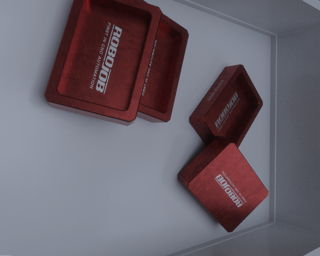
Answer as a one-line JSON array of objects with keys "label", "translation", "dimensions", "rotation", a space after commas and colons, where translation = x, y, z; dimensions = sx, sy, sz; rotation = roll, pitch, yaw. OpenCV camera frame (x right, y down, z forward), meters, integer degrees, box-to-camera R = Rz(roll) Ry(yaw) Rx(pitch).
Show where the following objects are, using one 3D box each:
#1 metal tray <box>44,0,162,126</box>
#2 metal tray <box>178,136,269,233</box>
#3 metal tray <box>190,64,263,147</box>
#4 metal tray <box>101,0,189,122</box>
[{"label": "metal tray", "translation": [-0.057, -0.076, 0.327], "dimensions": [0.091, 0.030, 0.129], "rotation": [15, 80, -8]}, {"label": "metal tray", "translation": [0.098, 0.086, 0.464], "dimensions": [0.090, 0.030, 0.130], "rotation": [-43, 119, -6]}, {"label": "metal tray", "translation": [0.110, -0.027, 0.495], "dimensions": [0.090, 0.030, 0.130], "rotation": [52, 60, -27]}, {"label": "metal tray", "translation": [-0.016, -0.080, 0.389], "dimensions": [0.091, 0.030, 0.129], "rotation": [21, 77, -38]}]
